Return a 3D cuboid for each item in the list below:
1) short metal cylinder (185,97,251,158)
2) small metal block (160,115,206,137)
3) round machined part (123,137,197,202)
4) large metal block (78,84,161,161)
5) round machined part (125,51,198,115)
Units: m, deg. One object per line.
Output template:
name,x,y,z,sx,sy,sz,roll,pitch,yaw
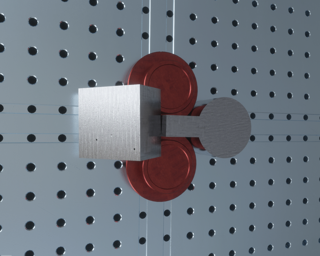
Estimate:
short metal cylinder,0.077,-0.001,0.426,0.081,0.050,0.080,0,90,-20
small metal block,0.022,-0.002,0.384,0.050,0.050,0.025,1,90,-20
round machined part,0.004,0.048,0.405,0.099,0.042,0.097,0,90,-20
large metal block,-0.046,-0.006,0.360,0.050,0.080,0.080,-1,91,-65
round machined part,0.006,-0.052,0.406,0.099,0.042,0.097,0,90,-20
